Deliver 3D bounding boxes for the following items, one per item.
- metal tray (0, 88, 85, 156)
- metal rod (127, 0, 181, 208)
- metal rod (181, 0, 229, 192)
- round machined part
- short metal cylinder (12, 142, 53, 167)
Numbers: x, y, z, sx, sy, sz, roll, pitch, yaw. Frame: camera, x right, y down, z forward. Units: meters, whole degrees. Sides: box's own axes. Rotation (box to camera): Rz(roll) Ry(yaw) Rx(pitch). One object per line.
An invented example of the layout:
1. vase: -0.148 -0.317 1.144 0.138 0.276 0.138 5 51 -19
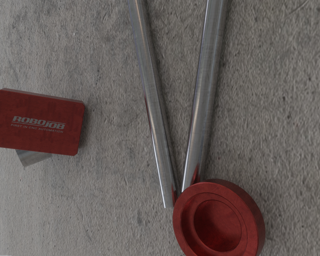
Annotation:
1. metal tray: -0.194 -0.009 0.501 0.030 0.131 0.089 -139 59 -71
2. metal rod: -0.010 -0.047 0.412 0.025 0.025 0.298 -17 79 39
3. metal rod: 0.056 -0.070 0.358 0.025 0.025 0.298 12 98 39
4. round machined part: 0.066 0.103 0.336 0.098 0.042 0.097 3 95 36
5. short metal cylinder: -0.233 0.025 0.558 0.080 0.050 0.080 51 154 38
